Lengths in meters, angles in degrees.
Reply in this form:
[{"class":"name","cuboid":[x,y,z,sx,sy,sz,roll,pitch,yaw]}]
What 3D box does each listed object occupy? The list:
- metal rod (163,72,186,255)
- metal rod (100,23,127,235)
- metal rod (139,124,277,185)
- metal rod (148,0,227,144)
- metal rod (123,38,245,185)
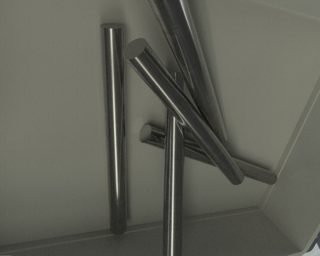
[{"class":"metal rod","cuboid":[0.017,0.081,0.389,0.025,0.025,0.298,-1,94,-28]},{"class":"metal rod","cuboid":[-0.056,0.024,0.392,0.025,0.025,0.298,-11,123,-23]},{"class":"metal rod","cuboid":[0.095,0.051,0.491,0.302,0.025,0.025,21,107,-36]},{"class":"metal rod","cuboid":[0.046,-0.039,0.336,0.025,0.025,0.300,-40,152,-1]},{"class":"metal rod","cuboid":[0.049,0.004,0.383,0.025,0.025,0.300,-43,136,1]}]
